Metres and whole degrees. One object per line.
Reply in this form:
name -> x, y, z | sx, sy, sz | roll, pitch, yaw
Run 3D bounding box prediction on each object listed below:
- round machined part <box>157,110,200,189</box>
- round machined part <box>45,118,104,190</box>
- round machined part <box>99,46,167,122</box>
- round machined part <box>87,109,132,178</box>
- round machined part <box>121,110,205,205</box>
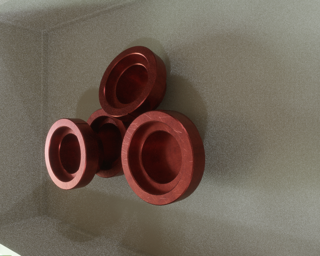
round machined part -> 0.012, 0.027, 0.385 | 0.098, 0.042, 0.097 | 0, 90, 40
round machined part -> -0.117, 0.035, 0.436 | 0.098, 0.042, 0.097 | 0, 90, 40
round machined part -> -0.031, -0.054, 0.407 | 0.098, 0.042, 0.098 | -15, 63, 33
round machined part -> -0.065, 0.021, 0.448 | 0.098, 0.042, 0.097 | 0, 90, 40
round machined part -> 0.007, 0.030, 0.334 | 0.098, 0.042, 0.097 | 0, 90, 40
